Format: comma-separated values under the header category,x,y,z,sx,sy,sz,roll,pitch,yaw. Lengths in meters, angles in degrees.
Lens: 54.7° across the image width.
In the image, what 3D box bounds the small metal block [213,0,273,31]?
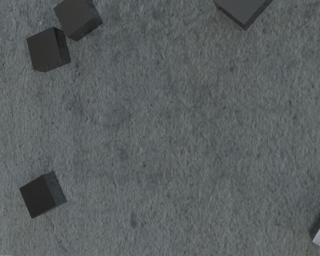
category,x,y,z,sx,sy,sz,roll,pitch,yaw
small metal block,0.101,-0.156,0.373,0.050,0.025,0.050,45,103,14

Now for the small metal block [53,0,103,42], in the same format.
category,x,y,z,sx,sy,sz,roll,pitch,yaw
small metal block,-0.119,-0.163,0.449,0.050,0.025,0.050,-29,81,17

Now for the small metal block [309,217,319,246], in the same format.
category,x,y,z,sx,sy,sz,roll,pitch,yaw
small metal block,0.202,0.113,0.338,0.050,0.025,0.050,29,99,17

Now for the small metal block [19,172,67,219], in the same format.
category,x,y,z,sx,sy,sz,roll,pitch,yaw
small metal block,-0.177,0.102,0.470,0.050,0.025,0.050,-30,81,17

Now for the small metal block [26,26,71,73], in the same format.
category,x,y,z,sx,sy,sz,roll,pitch,yaw
small metal block,-0.167,-0.117,0.466,0.050,0.025,0.050,-16,85,19
